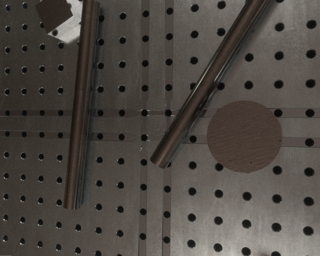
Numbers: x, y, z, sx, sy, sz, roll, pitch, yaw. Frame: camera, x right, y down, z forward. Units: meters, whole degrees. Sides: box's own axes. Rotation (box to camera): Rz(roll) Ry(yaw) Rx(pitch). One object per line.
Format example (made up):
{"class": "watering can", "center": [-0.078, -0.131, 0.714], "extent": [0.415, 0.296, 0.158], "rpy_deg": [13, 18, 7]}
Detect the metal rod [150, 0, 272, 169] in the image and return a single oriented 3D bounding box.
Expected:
{"class": "metal rod", "center": [0.074, -0.078, 0.386], "extent": [0.025, 0.025, 0.299], "rpy_deg": [34, 101, 16]}

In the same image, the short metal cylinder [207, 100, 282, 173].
{"class": "short metal cylinder", "center": [0.100, 0.009, 0.364], "extent": [0.080, 0.050, 0.079], "rpy_deg": [0, 90, 19]}

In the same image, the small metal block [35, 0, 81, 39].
{"class": "small metal block", "center": [-0.151, -0.172, 0.464], "extent": [0.050, 0.025, 0.050], "rpy_deg": [-28, 81, 17]}

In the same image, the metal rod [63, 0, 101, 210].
{"class": "metal rod", "center": [-0.114, -0.032, 0.451], "extent": [0.025, 0.025, 0.298], "rpy_deg": [7, 92, 19]}
